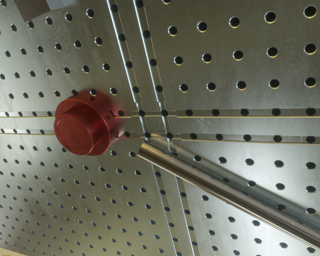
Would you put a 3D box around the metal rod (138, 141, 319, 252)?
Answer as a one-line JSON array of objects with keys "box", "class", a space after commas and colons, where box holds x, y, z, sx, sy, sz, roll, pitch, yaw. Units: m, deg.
[{"box": [0.107, 0.095, 0.412, 0.301, 0.025, 0.025, 27, 128, 11], "class": "metal rod"}]

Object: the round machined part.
[{"box": [-0.117, 0.002, 0.461, 0.098, 0.042, 0.097, 13, 124, 20], "class": "round machined part"}]

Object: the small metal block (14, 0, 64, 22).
[{"box": [-0.157, -0.167, 0.388, 0.050, 0.025, 0.050, -7, 115, 31], "class": "small metal block"}]
